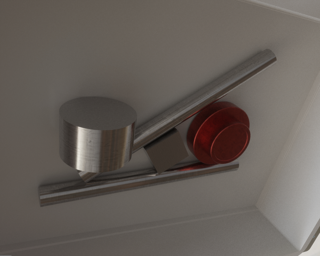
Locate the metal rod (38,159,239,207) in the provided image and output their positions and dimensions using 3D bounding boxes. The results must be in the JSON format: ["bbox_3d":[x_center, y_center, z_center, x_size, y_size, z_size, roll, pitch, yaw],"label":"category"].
[{"bbox_3d":[-0.013,0.071,0.446,0.303,0.025,0.025,-5,121,-26],"label":"metal rod"}]

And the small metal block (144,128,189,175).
[{"bbox_3d":[0.006,0.029,0.429,0.050,0.025,0.050,-31,129,-8],"label":"small metal block"}]

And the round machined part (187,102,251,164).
[{"bbox_3d":[0.093,0.014,0.455,0.099,0.042,0.097,-14,125,-21],"label":"round machined part"}]

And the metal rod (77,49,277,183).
[{"bbox_3d":[0.027,-0.020,0.411,0.301,0.025,0.025,-32,129,-8],"label":"metal rod"}]

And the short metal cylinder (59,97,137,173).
[{"bbox_3d":[-0.068,0.005,0.339,0.081,0.080,0.050,-5,121,-26],"label":"short metal cylinder"}]
